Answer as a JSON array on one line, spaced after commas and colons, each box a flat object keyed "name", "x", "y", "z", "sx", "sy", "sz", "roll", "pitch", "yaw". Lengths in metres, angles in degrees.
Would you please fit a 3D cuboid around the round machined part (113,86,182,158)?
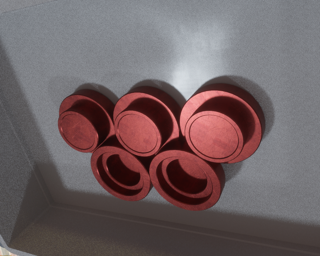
[{"name": "round machined part", "x": -0.020, "y": -0.002, "z": 0.404, "sx": 0.098, "sy": 0.042, "sz": 0.097, "roll": 13, "pitch": 123, "yaw": 21}]

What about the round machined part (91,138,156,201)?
[{"name": "round machined part", "x": -0.049, "y": 0.056, "z": 0.456, "sx": 0.098, "sy": 0.042, "sz": 0.097, "roll": 13, "pitch": 124, "yaw": 21}]

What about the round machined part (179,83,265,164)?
[{"name": "round machined part", "x": 0.068, "y": 0.001, "z": 0.359, "sx": 0.098, "sy": 0.042, "sz": 0.097, "roll": 13, "pitch": 123, "yaw": 21}]

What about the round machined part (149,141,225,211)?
[{"name": "round machined part", "x": 0.039, "y": 0.059, "z": 0.411, "sx": 0.098, "sy": 0.042, "sz": 0.097, "roll": 13, "pitch": 124, "yaw": 21}]

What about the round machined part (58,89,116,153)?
[{"name": "round machined part", "x": -0.107, "y": -0.003, "z": 0.449, "sx": 0.098, "sy": 0.042, "sz": 0.097, "roll": 12, "pitch": 123, "yaw": 20}]
